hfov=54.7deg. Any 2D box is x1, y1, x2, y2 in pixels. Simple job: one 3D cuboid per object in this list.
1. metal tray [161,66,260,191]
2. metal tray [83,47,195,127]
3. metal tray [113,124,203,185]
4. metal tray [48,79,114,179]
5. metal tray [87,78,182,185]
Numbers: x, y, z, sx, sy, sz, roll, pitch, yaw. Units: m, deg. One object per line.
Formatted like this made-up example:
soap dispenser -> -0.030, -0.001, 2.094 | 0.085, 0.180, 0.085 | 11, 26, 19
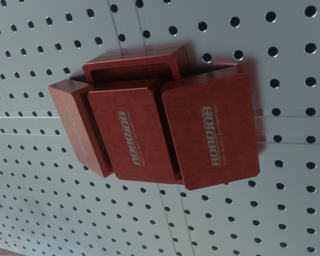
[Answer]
metal tray -> 0.059, 0.004, 0.354 | 0.090, 0.030, 0.129 | -13, 115, 3
metal tray -> -0.025, -0.048, 0.390 | 0.130, 0.030, 0.089 | 0, 119, 27
metal tray -> -0.004, 0.031, 0.429 | 0.130, 0.030, 0.089 | 0, 119, 27
metal tray -> -0.106, 0.000, 0.438 | 0.090, 0.030, 0.129 | 19, 131, 49
metal tray -> -0.028, 0.007, 0.386 | 0.090, 0.030, 0.129 | 0, 118, 28
